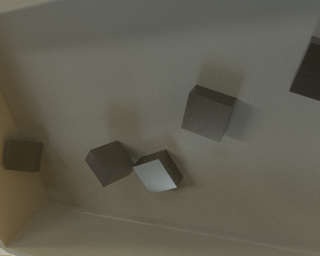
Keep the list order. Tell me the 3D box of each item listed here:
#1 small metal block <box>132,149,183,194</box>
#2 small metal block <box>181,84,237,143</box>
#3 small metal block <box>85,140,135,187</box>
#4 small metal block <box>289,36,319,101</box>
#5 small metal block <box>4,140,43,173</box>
[{"bbox_3d":[-0.003,0.064,0.448,0.050,0.025,0.050,-22,107,35],"label":"small metal block"},{"bbox_3d":[0.057,-0.017,0.367,0.050,0.025,0.050,21,126,15],"label":"small metal block"},{"bbox_3d":[-0.072,0.051,0.451,0.050,0.050,0.025,51,131,17],"label":"small metal block"},{"bbox_3d":[0.158,-0.053,0.293,0.050,0.025,0.050,21,126,15],"label":"small metal block"},{"bbox_3d":[-0.236,0.048,0.536,0.050,0.025,0.050,6,87,4],"label":"small metal block"}]
